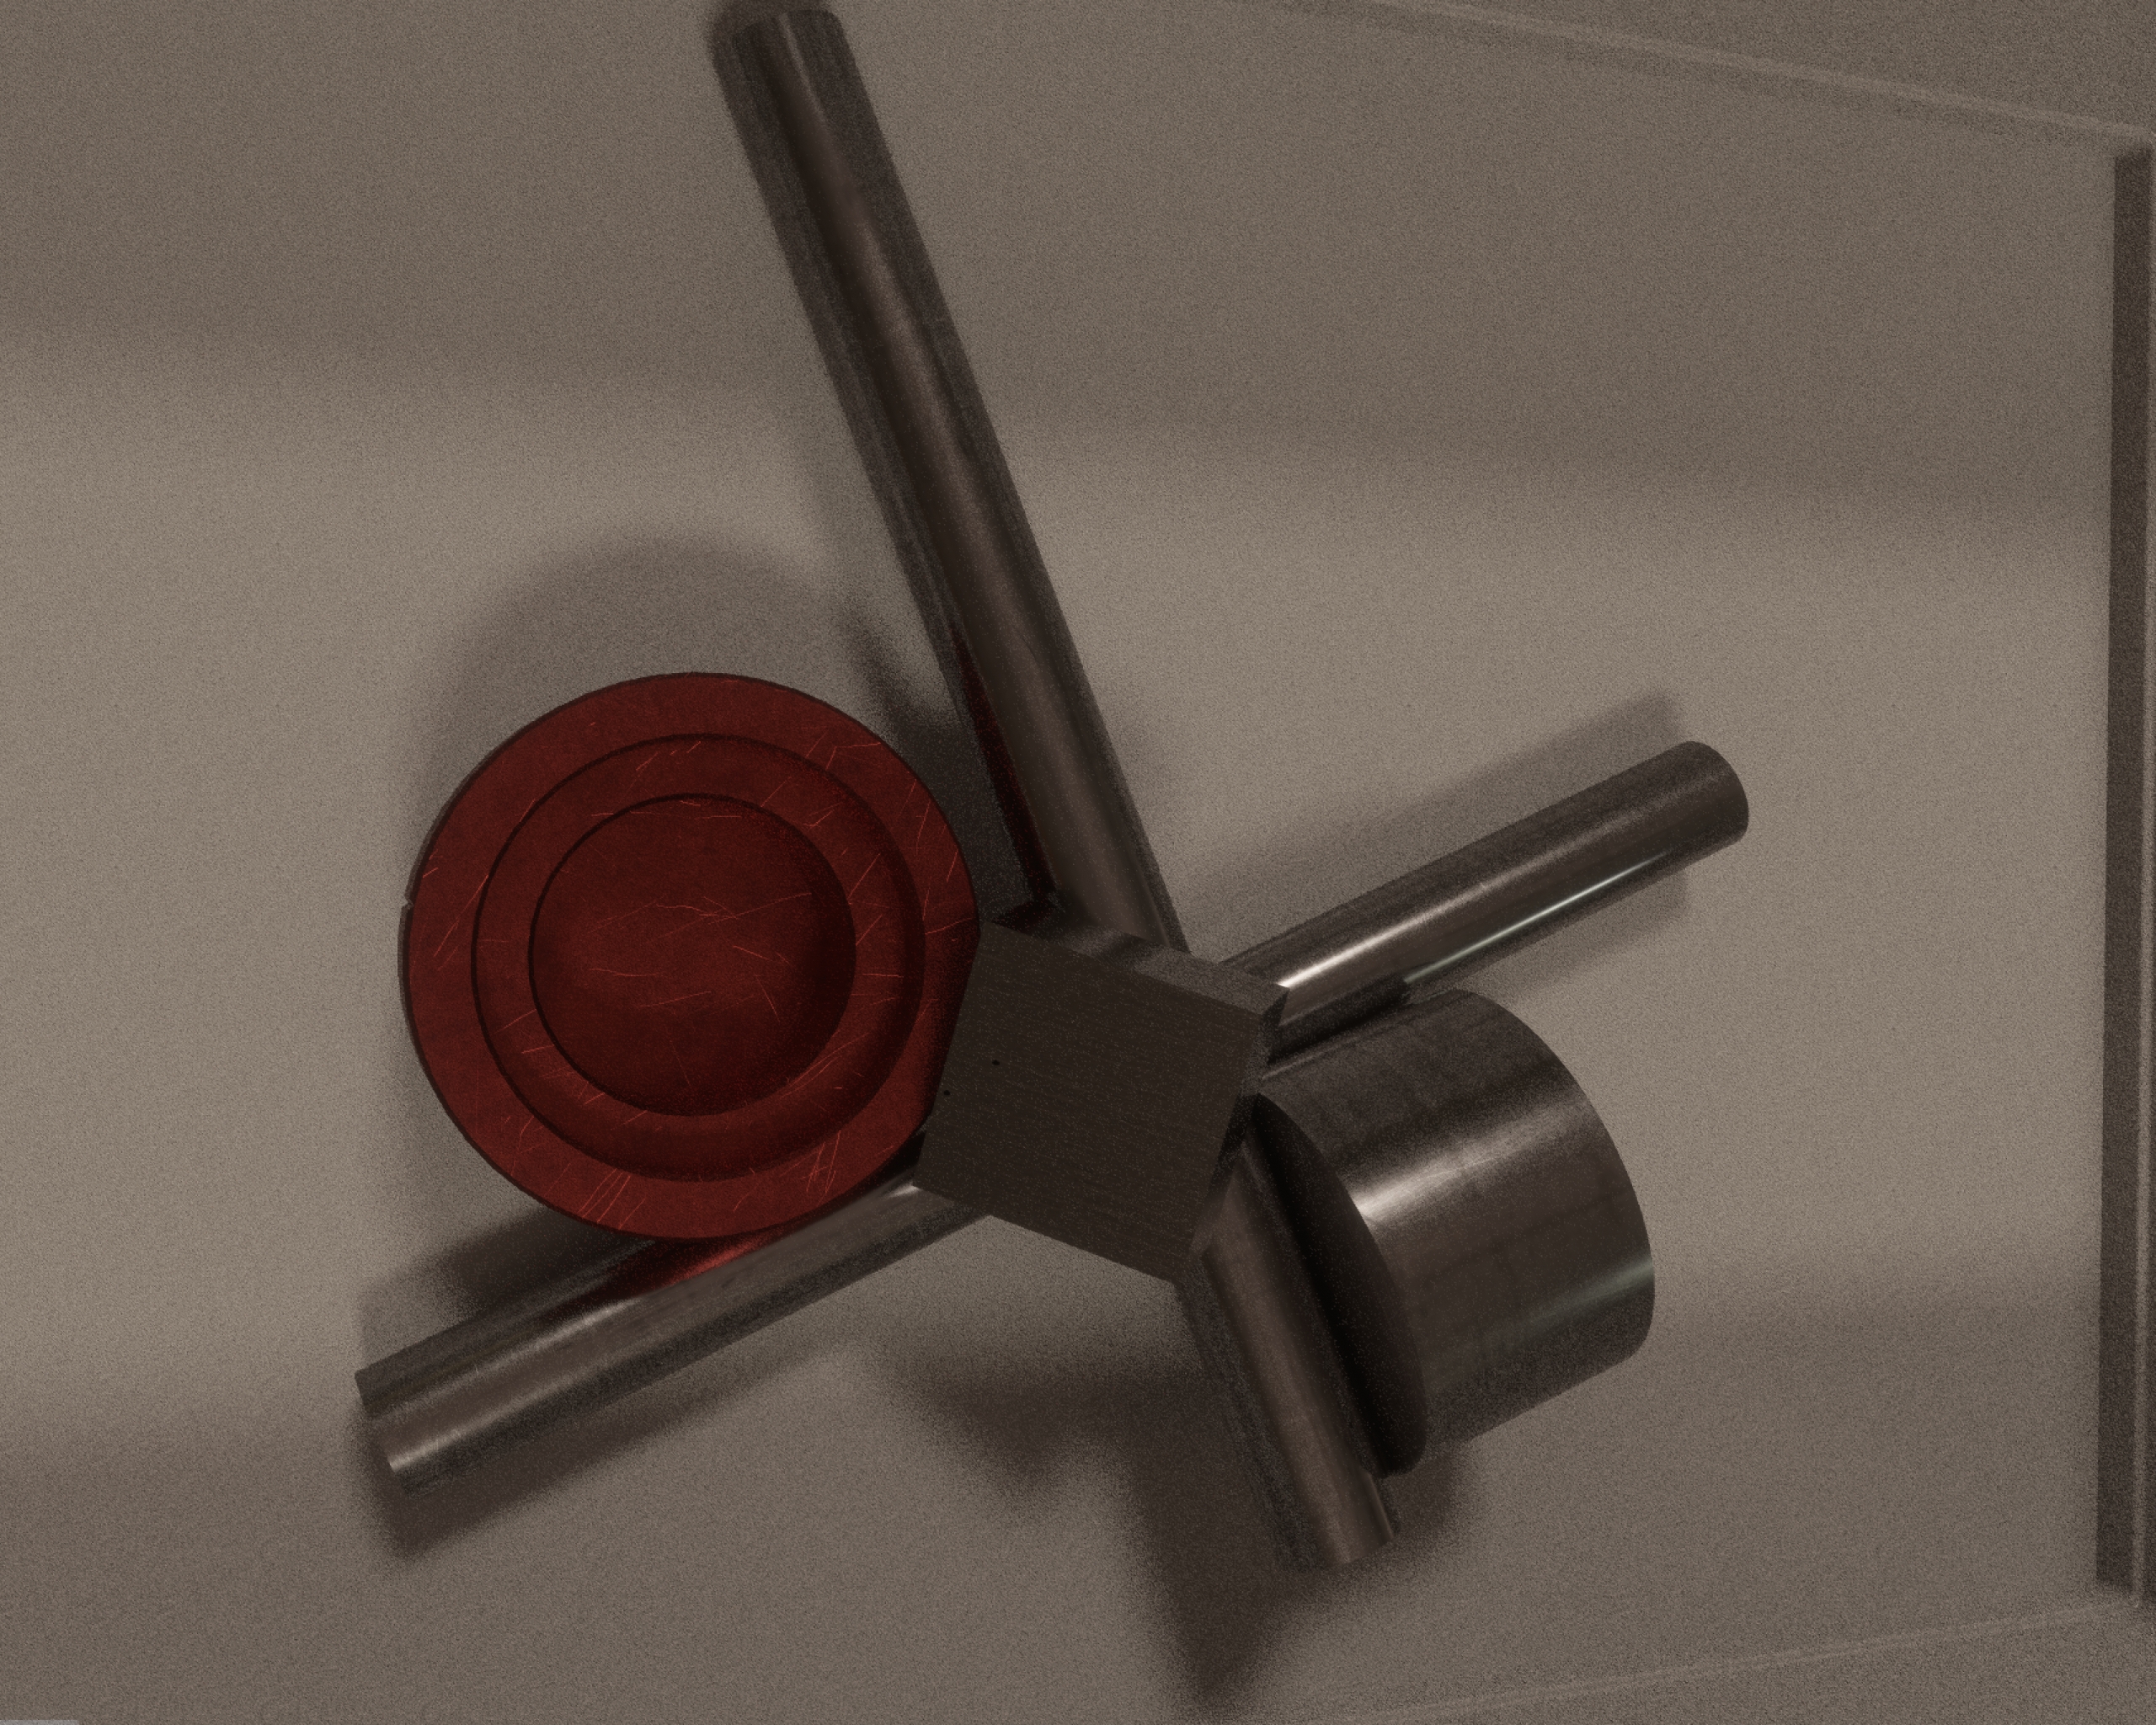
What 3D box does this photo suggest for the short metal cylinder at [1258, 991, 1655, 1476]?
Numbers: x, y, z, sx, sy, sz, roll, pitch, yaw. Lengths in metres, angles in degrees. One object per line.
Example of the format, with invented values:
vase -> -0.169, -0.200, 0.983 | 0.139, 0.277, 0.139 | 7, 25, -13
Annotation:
short metal cylinder -> 0.065, 0.071, 0.405 | 0.050, 0.080, 0.080 | -21, 97, -19

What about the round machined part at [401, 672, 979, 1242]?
round machined part -> -0.071, 0.016, 0.375 | 0.099, 0.042, 0.097 | 0, 90, -21

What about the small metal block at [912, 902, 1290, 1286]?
small metal block -> 0.004, 0.040, 0.368 | 0.050, 0.025, 0.050 | 18, 101, 13

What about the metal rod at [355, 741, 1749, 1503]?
metal rod -> 0.009, 0.043, 0.414 | 0.302, 0.025, 0.025 | -24, 98, -19

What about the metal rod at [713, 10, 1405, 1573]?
metal rod -> -0.003, -0.013, 0.390 | 0.025, 0.025, 0.299 | -21, 90, -19
